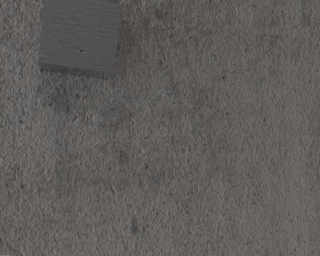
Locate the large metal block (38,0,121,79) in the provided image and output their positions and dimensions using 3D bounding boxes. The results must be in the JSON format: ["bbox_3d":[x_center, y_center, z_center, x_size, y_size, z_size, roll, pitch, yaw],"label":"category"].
[{"bbox_3d":[-0.094,-0.105,0.361,0.081,0.050,0.080,6,88,-20],"label":"large metal block"}]
